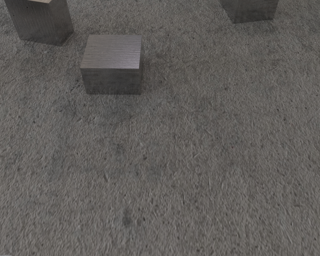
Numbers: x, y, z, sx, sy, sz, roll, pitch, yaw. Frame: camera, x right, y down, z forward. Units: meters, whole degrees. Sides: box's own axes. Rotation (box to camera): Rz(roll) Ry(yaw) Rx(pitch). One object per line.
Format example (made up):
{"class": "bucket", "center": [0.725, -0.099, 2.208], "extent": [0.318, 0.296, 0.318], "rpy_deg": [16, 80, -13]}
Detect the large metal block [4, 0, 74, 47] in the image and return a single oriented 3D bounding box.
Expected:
{"class": "large metal block", "center": [-0.203, -0.193, 0.528], "extent": [0.080, 0.080, 0.050], "rpy_deg": [12, 51, 10]}

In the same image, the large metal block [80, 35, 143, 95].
{"class": "large metal block", "center": [-0.068, -0.096, 0.467], "extent": [0.080, 0.050, 0.080], "rpy_deg": [1, 50, 0]}

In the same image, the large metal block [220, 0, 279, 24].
{"class": "large metal block", "center": [0.170, -0.249, 0.597], "extent": [0.081, 0.050, 0.080], "rpy_deg": [-9, 51, -8]}
